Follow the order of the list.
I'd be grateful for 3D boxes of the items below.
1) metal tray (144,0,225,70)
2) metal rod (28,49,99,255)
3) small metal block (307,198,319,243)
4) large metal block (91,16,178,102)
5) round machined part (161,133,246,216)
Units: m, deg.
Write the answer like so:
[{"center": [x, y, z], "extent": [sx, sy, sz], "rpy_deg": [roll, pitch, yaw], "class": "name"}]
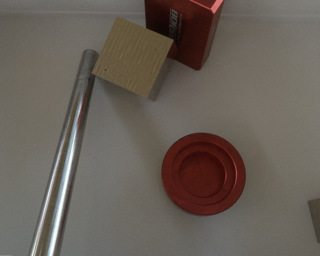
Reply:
[{"center": [0.027, -0.137, 0.404], "extent": [0.090, 0.130, 0.030], "rpy_deg": [29, 73, 10], "class": "metal tray"}, {"center": [-0.098, 0.007, 0.347], "extent": [0.025, 0.025, 0.300], "rpy_deg": [-1, 48, -1], "class": "metal rod"}, {"center": [0.214, 0.110, 0.372], "extent": [0.050, 0.025, 0.050], "rpy_deg": [-4, 70, -2], "class": "small metal block"}, {"center": [-0.032, -0.090, 0.415], "extent": [0.080, 0.050, 0.080], "rpy_deg": [25, 93, 8], "class": "large metal block"}, {"center": [0.051, 0.058, 0.380], "extent": [0.099, 0.042, 0.098], "rpy_deg": [0, 70, -1], "class": "round machined part"}]
